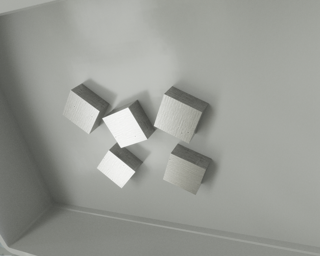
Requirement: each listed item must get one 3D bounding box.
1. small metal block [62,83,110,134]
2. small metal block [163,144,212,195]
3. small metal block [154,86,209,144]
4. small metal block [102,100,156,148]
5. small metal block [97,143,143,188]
[{"bbox_3d":[-0.108,-0.027,0.449,0.050,0.025,0.050,36,129,3],"label":"small metal block"},{"bbox_3d":[0.037,0.057,0.424,0.050,0.025,0.050,24,127,13],"label":"small metal block"},{"bbox_3d":[0.026,-0.016,0.385,0.050,0.025,0.050,27,128,11],"label":"small metal block"},{"bbox_3d":[-0.043,-0.005,0.428,0.050,0.025,0.050,-19,109,35],"label":"small metal block"},{"bbox_3d":[-0.062,0.057,0.477,0.050,0.025,0.050,39,129,1],"label":"small metal block"}]
